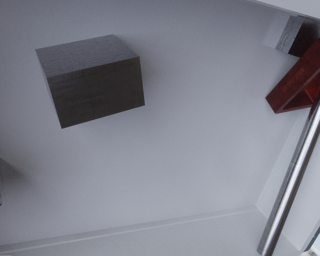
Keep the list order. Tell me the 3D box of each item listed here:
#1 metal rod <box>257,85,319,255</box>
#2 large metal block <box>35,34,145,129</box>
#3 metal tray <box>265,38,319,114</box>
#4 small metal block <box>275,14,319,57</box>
[{"bbox_3d":[0.211,0.064,0.477,0.025,0.025,0.298,9,103,-33],"label":"metal rod"},{"bbox_3d":[-0.070,-0.050,0.305,0.081,0.080,0.050,-18,126,-19],"label":"large metal block"},{"bbox_3d":[0.226,-0.074,0.448,0.091,0.030,0.129,-10,152,-23],"label":"metal tray"},{"bbox_3d":[0.201,-0.128,0.442,0.050,0.025,0.050,6,116,-31],"label":"small metal block"}]
